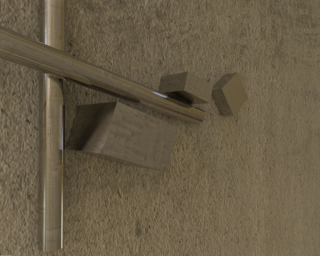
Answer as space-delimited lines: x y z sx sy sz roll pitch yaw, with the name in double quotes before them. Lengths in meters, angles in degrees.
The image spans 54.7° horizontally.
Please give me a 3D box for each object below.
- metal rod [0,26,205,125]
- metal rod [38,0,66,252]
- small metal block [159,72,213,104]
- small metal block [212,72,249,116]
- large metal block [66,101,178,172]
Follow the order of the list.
"metal rod" -0.045 -0.046 0.345 0.302 0.025 0.025 16 80 -46
"metal rod" -0.109 -0.029 0.314 0.025 0.025 0.298 0 90 -40
"small metal block" 0.034 -0.052 0.419 0.050 0.050 0.025 20 77 -39
"small metal block" 0.112 -0.055 0.502 0.050 0.025 0.050 -44 117 -31
"large metal block" -0.042 0.011 0.335 0.080 0.080 0.050 22 76 -38
